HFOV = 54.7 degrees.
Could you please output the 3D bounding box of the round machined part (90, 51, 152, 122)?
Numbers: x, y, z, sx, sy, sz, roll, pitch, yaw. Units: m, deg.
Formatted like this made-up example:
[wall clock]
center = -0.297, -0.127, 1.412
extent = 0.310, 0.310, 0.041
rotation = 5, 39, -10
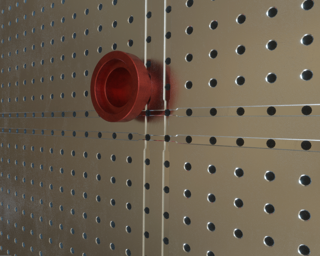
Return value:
[round machined part]
center = -0.051, -0.057, 0.438
extent = 0.098, 0.042, 0.097
rotation = 0, 90, 39
